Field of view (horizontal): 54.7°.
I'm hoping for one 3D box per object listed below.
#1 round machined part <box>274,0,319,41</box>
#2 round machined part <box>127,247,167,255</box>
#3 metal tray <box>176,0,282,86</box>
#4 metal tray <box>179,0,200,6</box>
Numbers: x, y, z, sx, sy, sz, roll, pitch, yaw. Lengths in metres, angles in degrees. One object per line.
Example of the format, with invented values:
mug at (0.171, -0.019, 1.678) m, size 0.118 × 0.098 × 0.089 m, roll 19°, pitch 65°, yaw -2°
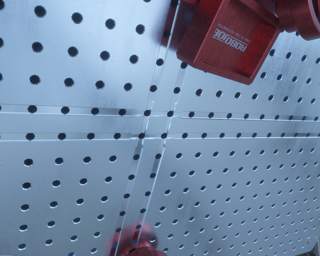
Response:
round machined part at (0.174, -0.156, 0.379) m, size 0.099 × 0.042 × 0.097 m, roll 4°, pitch 84°, yaw -46°
round machined part at (-0.030, 0.247, 0.537) m, size 0.099 × 0.042 × 0.097 m, roll -14°, pitch 124°, yaw -21°
metal tray at (0.088, -0.106, 0.370) m, size 0.131 × 0.030 × 0.089 m, roll 5°, pitch 117°, yaw -46°
metal tray at (-0.004, -0.176, 0.284) m, size 0.131 × 0.030 × 0.089 m, roll 0°, pitch 119°, yaw -39°
